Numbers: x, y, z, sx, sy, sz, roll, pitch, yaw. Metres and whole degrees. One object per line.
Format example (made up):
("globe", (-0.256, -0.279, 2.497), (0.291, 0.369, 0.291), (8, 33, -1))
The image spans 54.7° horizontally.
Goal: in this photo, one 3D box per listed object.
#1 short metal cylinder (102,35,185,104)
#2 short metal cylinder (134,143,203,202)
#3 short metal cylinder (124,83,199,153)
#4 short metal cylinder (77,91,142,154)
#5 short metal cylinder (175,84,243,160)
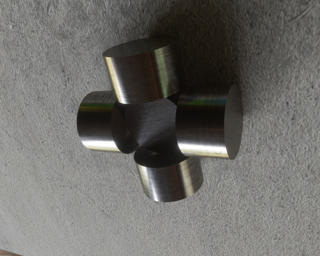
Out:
("short metal cylinder", (-0.017, -0.066, 0.339), (0.080, 0.080, 0.050), (2, 120, 27))
("short metal cylinder", (0.012, 0.049, 0.395), (0.080, 0.080, 0.050), (1, 118, 27))
("short metal cylinder", (0.004, -0.016, 0.379), (0.080, 0.050, 0.079), (13, 124, 20))
("short metal cylinder", (-0.060, -0.008, 0.398), (0.050, 0.080, 0.079), (2, 119, 27))
("short metal cylinder", (0.056, -0.007, 0.338), (0.050, 0.080, 0.079), (2, 119, 27))
